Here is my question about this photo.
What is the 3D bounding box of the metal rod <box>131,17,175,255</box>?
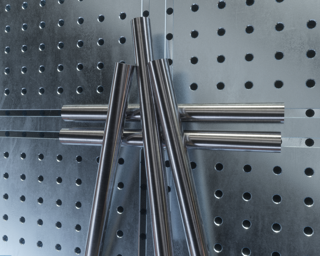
[{"bbox_3d":[-0.009,0.012,0.389,0.025,0.025,0.298,-7,88,19],"label":"metal rod"}]

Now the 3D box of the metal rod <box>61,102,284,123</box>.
[{"bbox_3d":[0.003,-0.020,0.411,0.301,0.025,0.025,1,90,19],"label":"metal rod"}]

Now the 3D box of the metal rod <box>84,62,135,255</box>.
[{"bbox_3d":[-0.072,0.063,0.417,0.025,0.025,0.298,15,102,19],"label":"metal rod"}]

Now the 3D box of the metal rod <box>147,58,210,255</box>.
[{"bbox_3d":[0.029,0.065,0.382,0.025,0.025,0.298,-11,93,19],"label":"metal rod"}]

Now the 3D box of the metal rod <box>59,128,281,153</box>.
[{"bbox_3d":[-0.001,0.014,0.412,0.301,0.025,0.025,1,90,19],"label":"metal rod"}]
